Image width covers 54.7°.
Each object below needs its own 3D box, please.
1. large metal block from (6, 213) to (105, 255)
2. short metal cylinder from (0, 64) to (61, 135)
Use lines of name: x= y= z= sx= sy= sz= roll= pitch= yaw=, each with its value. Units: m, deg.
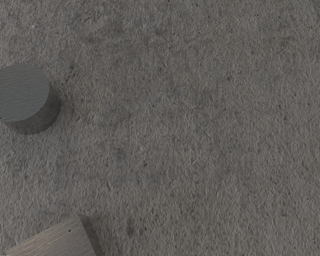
large metal block: x=-0.105 y=0.151 z=0.339 sx=0.080 sy=0.050 sz=0.080 roll=-27 pitch=72 yaw=-9
short metal cylinder: x=-0.178 y=-0.037 z=0.407 sx=0.081 sy=0.050 sz=0.080 roll=0 pitch=70 yaw=0
